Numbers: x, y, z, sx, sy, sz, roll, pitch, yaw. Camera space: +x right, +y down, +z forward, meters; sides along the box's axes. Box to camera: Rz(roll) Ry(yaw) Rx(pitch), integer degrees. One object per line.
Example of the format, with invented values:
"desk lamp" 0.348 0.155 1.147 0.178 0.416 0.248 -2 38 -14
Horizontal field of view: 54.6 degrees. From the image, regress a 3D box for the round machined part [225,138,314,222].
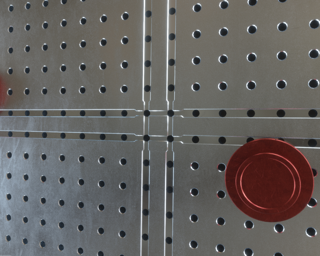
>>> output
"round machined part" 0.125 0.061 0.360 0.098 0.042 0.097 0 90 20
